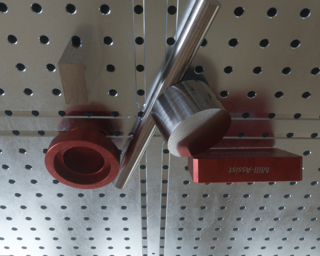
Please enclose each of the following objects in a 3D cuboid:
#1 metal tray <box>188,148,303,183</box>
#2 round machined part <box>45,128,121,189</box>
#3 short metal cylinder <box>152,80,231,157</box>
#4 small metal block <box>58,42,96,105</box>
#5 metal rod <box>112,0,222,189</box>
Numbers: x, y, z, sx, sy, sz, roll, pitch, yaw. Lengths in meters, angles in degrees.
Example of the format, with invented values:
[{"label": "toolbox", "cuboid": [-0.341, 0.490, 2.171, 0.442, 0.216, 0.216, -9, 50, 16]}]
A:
[{"label": "metal tray", "cuboid": [0.106, 0.047, 0.411, 0.131, 0.090, 0.030, -1, 93, 0]}, {"label": "round machined part", "cuboid": [-0.104, 0.038, 0.432, 0.099, 0.042, 0.097, -1, 130, 0]}, {"label": "short metal cylinder", "cuboid": [0.037, -0.010, 0.369, 0.081, 0.050, 0.080, -17, 142, -14]}, {"label": "small metal block", "cuboid": [-0.090, -0.061, 0.342, 0.025, 0.050, 0.050, 1, 130, -1]}, {"label": "metal rod", "cuboid": [-0.006, -0.021, 0.393, 0.025, 0.025, 0.298, 17, 128, -14]}]
